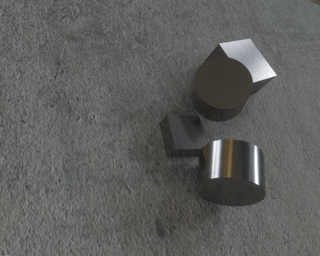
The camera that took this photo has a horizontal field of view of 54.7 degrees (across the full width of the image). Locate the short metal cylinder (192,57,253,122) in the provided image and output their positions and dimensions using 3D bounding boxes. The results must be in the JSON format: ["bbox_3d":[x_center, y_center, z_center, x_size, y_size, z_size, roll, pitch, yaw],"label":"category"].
[{"bbox_3d":[0.088,-0.055,0.447,0.080,0.050,0.080,0,71,2],"label":"short metal cylinder"}]

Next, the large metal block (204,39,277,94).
[{"bbox_3d":[0.133,-0.098,0.519,0.081,0.050,0.080,-19,72,-35],"label":"large metal block"}]

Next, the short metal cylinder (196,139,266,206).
[{"bbox_3d":[0.087,0.057,0.380,0.080,0.080,0.050,22,54,-15],"label":"short metal cylinder"}]

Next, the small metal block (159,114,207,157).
[{"bbox_3d":[0.032,0.011,0.414,0.050,0.025,0.050,1,61,-28],"label":"small metal block"}]
